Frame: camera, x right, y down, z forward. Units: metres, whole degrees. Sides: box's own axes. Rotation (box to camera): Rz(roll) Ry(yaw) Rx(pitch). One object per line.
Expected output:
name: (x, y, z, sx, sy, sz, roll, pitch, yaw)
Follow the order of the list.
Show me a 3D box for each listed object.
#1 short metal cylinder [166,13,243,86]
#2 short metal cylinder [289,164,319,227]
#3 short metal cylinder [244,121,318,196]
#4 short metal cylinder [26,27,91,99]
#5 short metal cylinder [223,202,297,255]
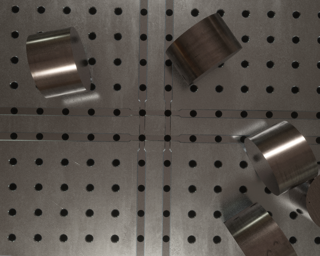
short metal cylinder: (0.054, -0.096, 0.387, 0.080, 0.080, 0.050, -35, 90, 0)
short metal cylinder: (0.219, 0.089, 0.404, 0.081, 0.050, 0.079, 0, 90, -1)
short metal cylinder: (0.149, 0.037, 0.388, 0.050, 0.080, 0.080, -26, 90, 0)
short metal cylinder: (-0.122, -0.080, 0.384, 0.050, 0.080, 0.080, -12, 90, 0)
short metal cylinder: (0.124, 0.140, 0.388, 0.050, 0.080, 0.080, -33, 90, 0)
